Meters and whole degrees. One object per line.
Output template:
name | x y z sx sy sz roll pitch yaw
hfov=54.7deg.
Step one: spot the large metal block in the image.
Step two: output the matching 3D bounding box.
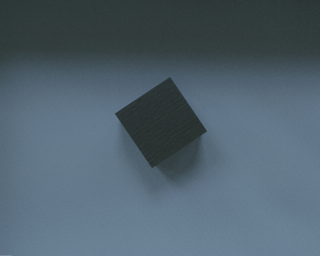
large metal block | 0.001 -0.007 0.399 0.080 0.050 0.080 -34 90 0
